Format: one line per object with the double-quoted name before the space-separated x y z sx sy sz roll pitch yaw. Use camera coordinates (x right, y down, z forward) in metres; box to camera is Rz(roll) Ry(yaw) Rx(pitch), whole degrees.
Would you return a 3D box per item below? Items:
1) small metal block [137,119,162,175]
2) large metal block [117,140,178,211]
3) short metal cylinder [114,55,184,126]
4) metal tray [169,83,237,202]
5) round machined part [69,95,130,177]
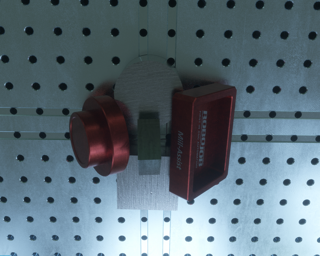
"small metal block" -0.013 0.023 0.363 0.025 0.050 0.050 -1 152 -3
"large metal block" -0.015 0.063 0.423 0.081 0.050 0.079 2 110 -1
"short metal cylinder" -0.013 -0.046 0.382 0.081 0.050 0.079 0 110 0
"metal tray" 0.054 0.015 0.386 0.030 0.091 0.129 19 116 39
"round machined part" -0.078 0.012 0.374 0.042 0.098 0.097 -11 114 -32
